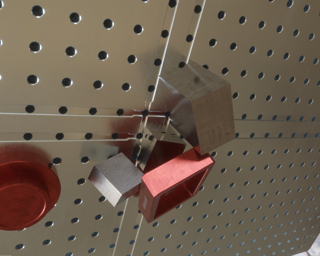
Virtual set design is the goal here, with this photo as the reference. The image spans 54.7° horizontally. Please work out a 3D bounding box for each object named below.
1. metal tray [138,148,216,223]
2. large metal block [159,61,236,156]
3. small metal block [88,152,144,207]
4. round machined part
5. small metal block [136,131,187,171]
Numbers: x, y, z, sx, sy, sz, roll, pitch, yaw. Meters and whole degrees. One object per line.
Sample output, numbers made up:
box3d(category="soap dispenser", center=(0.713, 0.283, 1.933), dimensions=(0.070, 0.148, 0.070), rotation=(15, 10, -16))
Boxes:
box3d(category="metal tray", center=(0.018, 0.081, 0.427), dimensions=(0.091, 0.030, 0.129), rotation=(-26, 155, -20))
box3d(category="large metal block", center=(0.046, -0.027, 0.386), dimensions=(0.050, 0.080, 0.080), rotation=(-26, 128, -13))
box3d(category="small metal block", center=(-0.053, 0.064, 0.392), dimensions=(0.050, 0.050, 0.025), rotation=(-24, 151, -52))
box3d(category="round machined part", center=(-0.166, 0.079, 0.359), dimensions=(0.099, 0.042, 0.097), rotation=(-14, 125, -21))
box3d(category="small metal block", center=(0.002, 0.035, 0.436), dimensions=(0.050, 0.025, 0.050), rotation=(11, 113, -33))
